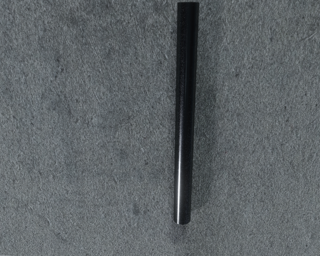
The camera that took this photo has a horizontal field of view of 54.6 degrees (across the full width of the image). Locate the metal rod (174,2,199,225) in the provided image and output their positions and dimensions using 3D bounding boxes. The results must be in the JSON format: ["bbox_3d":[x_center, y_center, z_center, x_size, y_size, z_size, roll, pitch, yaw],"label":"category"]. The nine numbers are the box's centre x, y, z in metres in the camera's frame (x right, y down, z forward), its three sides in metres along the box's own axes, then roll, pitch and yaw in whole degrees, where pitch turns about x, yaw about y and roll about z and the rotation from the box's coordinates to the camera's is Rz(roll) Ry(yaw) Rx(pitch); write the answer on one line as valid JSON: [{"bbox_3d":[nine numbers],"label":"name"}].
[{"bbox_3d":[0.033,-0.004,0.408,0.025,0.025,0.298,0,110,0],"label":"metal rod"}]
